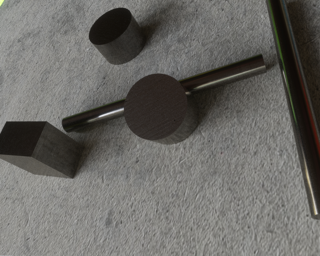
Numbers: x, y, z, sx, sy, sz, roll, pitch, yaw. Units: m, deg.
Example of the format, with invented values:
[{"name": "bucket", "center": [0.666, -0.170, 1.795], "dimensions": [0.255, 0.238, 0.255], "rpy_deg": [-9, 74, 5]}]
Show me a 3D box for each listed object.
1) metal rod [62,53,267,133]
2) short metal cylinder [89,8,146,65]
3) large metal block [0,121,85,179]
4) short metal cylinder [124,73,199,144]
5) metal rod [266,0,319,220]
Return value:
[{"name": "metal rod", "center": [-0.007, -0.043, 0.433], "dimensions": [0.301, 0.025, 0.025], "rpy_deg": [-16, 56, 19]}, {"name": "short metal cylinder", "center": [-0.071, -0.153, 0.519], "dimensions": [0.080, 0.050, 0.080], "rpy_deg": [-13, 56, 21]}, {"name": "large metal block", "center": [-0.170, 0.032, 0.439], "dimensions": [0.080, 0.080, 0.050], "rpy_deg": [0, 62, 28]}, {"name": "short metal cylinder", "center": [0.003, -0.021, 0.384], "dimensions": [0.080, 0.050, 0.080], "rpy_deg": [-4, 80, 22]}, {"name": "metal rod", "center": [0.154, -0.050, 0.353], "dimensions": [0.025, 0.025, 0.299], "rpy_deg": [-11, 57, 22]}]
